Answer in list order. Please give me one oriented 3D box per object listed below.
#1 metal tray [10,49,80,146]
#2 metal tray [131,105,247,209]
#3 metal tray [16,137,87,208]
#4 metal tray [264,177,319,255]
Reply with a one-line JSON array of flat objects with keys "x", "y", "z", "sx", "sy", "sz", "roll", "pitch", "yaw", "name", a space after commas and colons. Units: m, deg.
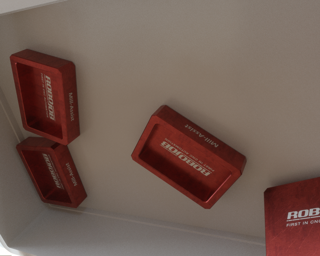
[{"x": -0.170, "y": -0.044, "z": 0.467, "sx": 0.090, "sy": 0.030, "sz": 0.129, "roll": 18, "pitch": 126, "yaw": 17, "name": "metal tray"}, {"x": 0.035, "y": 0.040, "z": 0.411, "sx": 0.130, "sy": 0.030, "sz": 0.089, "roll": 34, "pitch": 129, "yaw": 6, "name": "metal tray"}, {"x": -0.193, "y": 0.080, "z": 0.556, "sx": 0.090, "sy": 0.030, "sz": 0.129, "roll": 1, "pitch": 119, "yaw": 27, "name": "metal tray"}, {"x": 0.179, "y": 0.098, "z": 0.328, "sx": 0.130, "sy": 0.090, "sz": 0.030, "roll": -24, "pitch": 130, "yaw": 37, "name": "metal tray"}]
